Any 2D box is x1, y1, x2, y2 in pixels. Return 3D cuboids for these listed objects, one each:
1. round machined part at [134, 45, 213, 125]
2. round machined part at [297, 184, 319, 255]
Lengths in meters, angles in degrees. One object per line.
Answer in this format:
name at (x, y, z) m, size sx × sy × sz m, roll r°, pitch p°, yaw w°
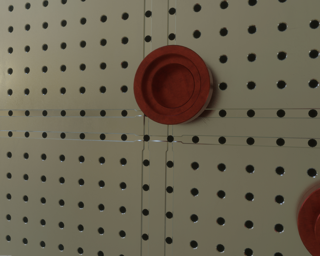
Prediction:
round machined part at (0.020, -0.053, 0.397) m, size 0.098 × 0.042 × 0.097 m, roll 0°, pitch 90°, yaw 20°
round machined part at (0.201, 0.107, 0.332) m, size 0.098 × 0.042 × 0.097 m, roll 0°, pitch 90°, yaw 20°
